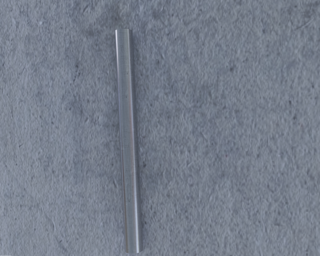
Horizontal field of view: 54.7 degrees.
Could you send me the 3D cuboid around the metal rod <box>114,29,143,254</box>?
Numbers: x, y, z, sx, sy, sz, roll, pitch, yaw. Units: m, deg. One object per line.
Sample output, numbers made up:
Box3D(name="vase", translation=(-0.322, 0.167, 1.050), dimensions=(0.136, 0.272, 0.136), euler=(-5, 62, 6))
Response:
Box3D(name="metal rod", translation=(-0.043, 0.017, 0.422), dimensions=(0.025, 0.025, 0.298), euler=(-3, 89, 19))
